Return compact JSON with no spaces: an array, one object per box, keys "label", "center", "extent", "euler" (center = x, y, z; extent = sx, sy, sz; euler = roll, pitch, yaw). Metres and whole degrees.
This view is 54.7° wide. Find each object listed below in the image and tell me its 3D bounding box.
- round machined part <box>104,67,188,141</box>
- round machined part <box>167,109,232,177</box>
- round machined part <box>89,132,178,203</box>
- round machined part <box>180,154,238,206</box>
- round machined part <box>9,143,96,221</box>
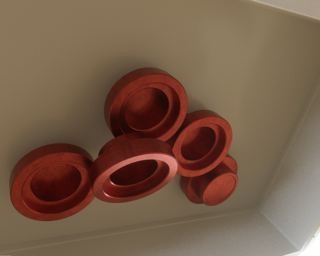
[{"label":"round machined part","center":[-0.020,-0.027,0.372],"extent":[0.099,0.042,0.097],"euler":[-14,125,-21]},{"label":"round machined part","center":[0.049,0.017,0.437],"extent":[0.099,0.042,0.097],"euler":[-14,124,-21]},{"label":"round machined part","center":[-0.032,0.042,0.355],"extent":[0.099,0.042,0.097],"euler":[-16,144,-12]},{"label":"round machined part","center":[0.085,0.086,0.497],"extent":[0.099,0.042,0.097],"euler":[-16,128,-22]},{"label":"round machined part","center":[-0.124,0.059,0.367],"extent":[0.099,0.042,0.097],"euler":[-14,125,-21]}]
